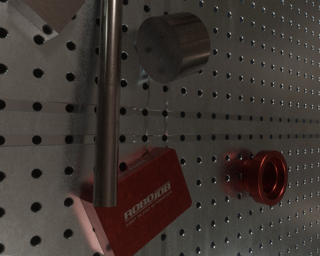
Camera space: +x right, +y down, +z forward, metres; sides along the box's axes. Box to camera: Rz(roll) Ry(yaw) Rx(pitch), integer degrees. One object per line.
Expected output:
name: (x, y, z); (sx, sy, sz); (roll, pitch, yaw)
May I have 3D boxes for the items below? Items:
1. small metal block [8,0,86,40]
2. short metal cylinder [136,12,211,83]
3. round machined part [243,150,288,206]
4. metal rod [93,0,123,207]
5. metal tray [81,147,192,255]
small metal block: (-0.113, -0.128, 0.315); (0.050, 0.025, 0.050); (43, 64, -32)
short metal cylinder: (0.016, -0.101, 0.388); (0.050, 0.080, 0.080); (-26, 107, -37)
round machined part: (0.187, 0.088, 0.558); (0.099, 0.042, 0.097); (0, 90, -40)
metal rod: (-0.056, -0.067, 0.343); (0.025, 0.025, 0.298); (8, 79, -40)
metal tray: (-0.023, 0.091, 0.389); (0.131, 0.030, 0.089); (-30, 109, -36)
